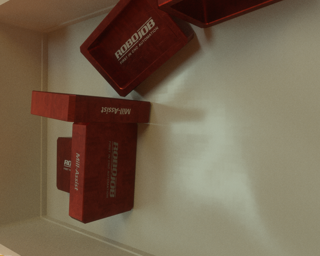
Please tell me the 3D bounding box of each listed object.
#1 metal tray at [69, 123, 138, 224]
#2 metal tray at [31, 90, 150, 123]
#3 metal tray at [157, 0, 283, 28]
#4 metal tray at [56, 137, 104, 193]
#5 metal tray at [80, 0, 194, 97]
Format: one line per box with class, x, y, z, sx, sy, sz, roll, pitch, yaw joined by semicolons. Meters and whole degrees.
metal tray;-0.076;0.055;0.427;0.030;0.091;0.129;5;94;40
metal tray;-0.088;-0.027;0.411;0.090;0.131;0.030;10;97;39
metal tray;0.072;-0.142;0.304;0.130;0.091;0.030;-8;85;39
metal tray;-0.121;0.062;0.496;0.130;0.030;0.089;2;91;45
metal tray;-0.033;-0.111;0.402;0.130;0.030;0.090;-35;101;34
